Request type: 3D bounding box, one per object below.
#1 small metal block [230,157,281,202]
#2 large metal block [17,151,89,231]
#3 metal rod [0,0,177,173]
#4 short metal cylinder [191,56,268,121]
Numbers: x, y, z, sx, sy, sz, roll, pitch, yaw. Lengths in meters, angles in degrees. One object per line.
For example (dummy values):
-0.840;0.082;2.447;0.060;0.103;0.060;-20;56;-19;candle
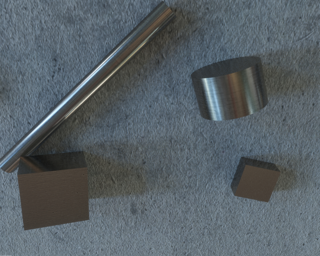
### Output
0.134;0.073;0.439;0.050;0.025;0.050;12;110;-5;small metal block
-0.140;0.081;0.412;0.081;0.050;0.079;-4;111;-19;large metal block
-0.100;-0.043;0.392;0.300;0.025;0.025;-41;106;13;metal rod
0.081;-0.048;0.364;0.080;0.080;0.050;-15;110;5;short metal cylinder
